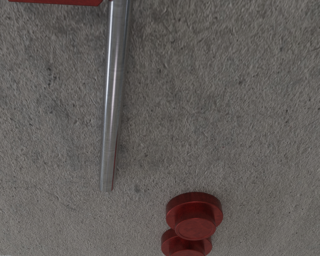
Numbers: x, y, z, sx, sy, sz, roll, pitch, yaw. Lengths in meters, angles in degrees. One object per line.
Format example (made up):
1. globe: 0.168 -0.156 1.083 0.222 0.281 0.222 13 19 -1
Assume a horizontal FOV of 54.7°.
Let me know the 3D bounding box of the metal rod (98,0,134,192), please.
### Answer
1. metal rod: -0.060 -0.022 0.387 0.025 0.025 0.298 7 130 -6

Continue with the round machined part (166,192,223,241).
1. round machined part: 0.059 0.156 0.530 0.099 0.042 0.097 0 130 0

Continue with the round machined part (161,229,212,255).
1. round machined part: 0.051 0.232 0.594 0.099 0.042 0.097 0 130 0

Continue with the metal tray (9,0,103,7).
1. metal tray: -0.095 -0.173 0.255 0.091 0.030 0.129 2 130 -2
